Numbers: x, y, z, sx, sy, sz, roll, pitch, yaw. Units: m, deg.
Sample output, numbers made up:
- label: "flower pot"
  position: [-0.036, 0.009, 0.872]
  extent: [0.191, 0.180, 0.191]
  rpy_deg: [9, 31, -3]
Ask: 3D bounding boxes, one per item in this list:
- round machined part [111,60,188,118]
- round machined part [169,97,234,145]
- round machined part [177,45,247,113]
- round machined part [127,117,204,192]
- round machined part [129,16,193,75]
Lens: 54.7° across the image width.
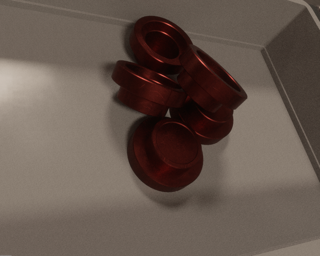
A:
- label: "round machined part"
  position: [-0.016, -0.047, 0.396]
  extent: [0.099, 0.042, 0.098]
  rpy_deg: [22, 17, -7]
- label: "round machined part"
  position: [0.067, -0.028, 0.450]
  extent: [0.099, 0.042, 0.098]
  rpy_deg: [14, 56, -21]
- label: "round machined part"
  position: [0.060, -0.057, 0.393]
  extent: [0.098, 0.042, 0.098]
  rpy_deg: [35, 24, -18]
- label: "round machined part"
  position: [0.013, 0.027, 0.387]
  extent: [0.099, 0.042, 0.098]
  rpy_deg: [14, 56, -21]
- label: "round machined part"
  position: [0.000, -0.118, 0.467]
  extent: [0.099, 0.042, 0.098]
  rpy_deg: [15, 53, -21]
